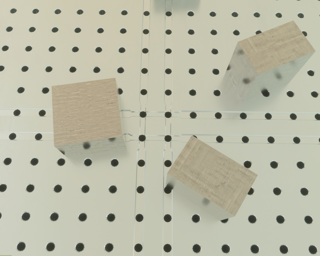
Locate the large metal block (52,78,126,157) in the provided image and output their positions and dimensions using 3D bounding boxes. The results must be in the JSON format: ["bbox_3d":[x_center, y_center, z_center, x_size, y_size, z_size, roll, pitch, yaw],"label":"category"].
[{"bbox_3d":[-0.091,-0.013,0.402,0.081,0.050,0.080,-8,70,-4],"label":"large metal block"}]

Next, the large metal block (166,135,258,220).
[{"bbox_3d":[0.055,0.061,0.361,0.080,0.080,0.050,31,73,10],"label":"large metal block"}]

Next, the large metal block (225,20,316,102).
[{"bbox_3d":[0.142,-0.086,0.416,0.080,0.080,0.050,-23,72,-8],"label":"large metal block"}]
